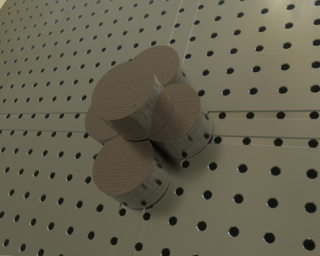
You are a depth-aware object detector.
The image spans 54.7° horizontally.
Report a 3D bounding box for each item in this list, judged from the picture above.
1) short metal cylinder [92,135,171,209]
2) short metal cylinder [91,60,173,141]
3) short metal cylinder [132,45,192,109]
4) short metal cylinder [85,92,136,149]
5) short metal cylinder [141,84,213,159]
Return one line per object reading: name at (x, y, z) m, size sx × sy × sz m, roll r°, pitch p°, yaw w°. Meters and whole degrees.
short metal cylinder at (-0.034, 0.052, 0.377) m, size 0.080 × 0.050 × 0.080 m, roll -13°, pitch 54°, yaw 20°
short metal cylinder at (-0.032, -0.032, 0.363) m, size 0.080 × 0.050 × 0.080 m, roll -13°, pitch 56°, yaw 21°
short metal cylinder at (-0.002, -0.068, 0.434) m, size 0.080 × 0.050 × 0.080 m, roll -12°, pitch 57°, yaw 20°
short metal cylinder at (-0.055, -0.008, 0.426) m, size 0.080 × 0.050 × 0.080 m, roll -13°, pitch 56°, yaw 21°
short metal cylinder at (0.020, -0.008, 0.386) m, size 0.080 × 0.050 × 0.080 m, roll -13°, pitch 56°, yaw 21°
